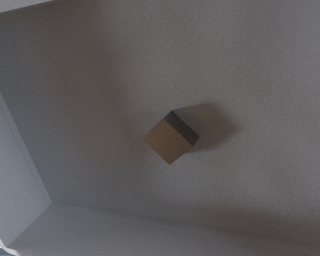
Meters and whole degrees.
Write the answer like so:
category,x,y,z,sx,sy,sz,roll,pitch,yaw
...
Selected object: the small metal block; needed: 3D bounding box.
category,x,y,z,sx,sy,sz,roll,pitch,yaw
small metal block,0.014,0.013,0.408,0.050,0.025,0.050,44,129,-3
